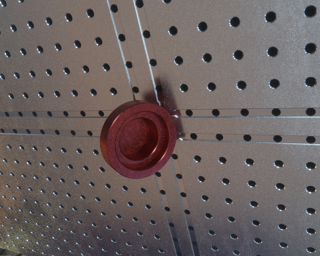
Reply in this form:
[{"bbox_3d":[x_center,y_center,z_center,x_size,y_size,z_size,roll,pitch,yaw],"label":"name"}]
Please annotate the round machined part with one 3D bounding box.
[{"bbox_3d":[-0.031,0.012,0.398,0.042,0.099,0.097,22,134,55],"label":"round machined part"}]
